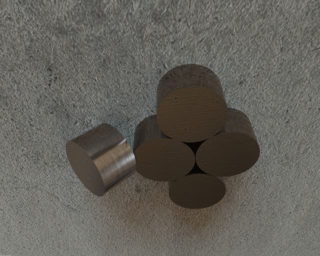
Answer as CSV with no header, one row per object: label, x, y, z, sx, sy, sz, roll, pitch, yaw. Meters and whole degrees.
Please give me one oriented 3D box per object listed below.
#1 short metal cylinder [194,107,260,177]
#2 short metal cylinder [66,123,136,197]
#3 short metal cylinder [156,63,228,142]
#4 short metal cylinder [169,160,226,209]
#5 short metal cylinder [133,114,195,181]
short metal cylinder,0.085,0.019,0.409,0.081,0.050,0.079,0,130,0
short metal cylinder,-0.076,0.040,0.399,0.080,0.050,0.079,31,138,33
short metal cylinder,0.036,-0.029,0.368,0.081,0.050,0.079,0,130,0
short metal cylinder,0.053,0.075,0.456,0.081,0.050,0.079,0,130,0
short metal cylinder,0.005,0.026,0.415,0.081,0.050,0.079,0,130,0
